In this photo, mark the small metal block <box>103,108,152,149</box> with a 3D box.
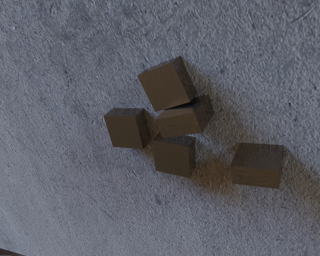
[{"bbox_3d":[-0.044,0.000,0.431,0.050,0.025,0.050,2,120,27],"label":"small metal block"}]

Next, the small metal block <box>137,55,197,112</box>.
[{"bbox_3d":[0.009,-0.052,0.370,0.050,0.025,0.050,-15,111,34],"label":"small metal block"}]

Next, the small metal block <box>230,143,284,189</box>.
[{"bbox_3d":[0.113,0.042,0.357,0.050,0.050,0.025,3,120,27],"label":"small metal block"}]

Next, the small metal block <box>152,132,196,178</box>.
[{"bbox_3d":[0.020,0.036,0.418,0.050,0.025,0.050,9,123,23],"label":"small metal block"}]

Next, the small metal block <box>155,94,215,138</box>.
[{"bbox_3d":[0.031,-0.014,0.366,0.050,0.050,0.025,-8,114,32],"label":"small metal block"}]
